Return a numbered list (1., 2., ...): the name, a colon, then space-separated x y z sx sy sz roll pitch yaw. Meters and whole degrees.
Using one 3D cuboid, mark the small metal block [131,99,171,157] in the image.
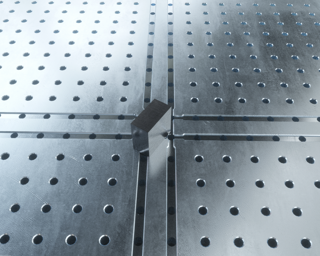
1. small metal block: -0.010 0.000 0.392 0.025 0.050 0.050 27 55 21
